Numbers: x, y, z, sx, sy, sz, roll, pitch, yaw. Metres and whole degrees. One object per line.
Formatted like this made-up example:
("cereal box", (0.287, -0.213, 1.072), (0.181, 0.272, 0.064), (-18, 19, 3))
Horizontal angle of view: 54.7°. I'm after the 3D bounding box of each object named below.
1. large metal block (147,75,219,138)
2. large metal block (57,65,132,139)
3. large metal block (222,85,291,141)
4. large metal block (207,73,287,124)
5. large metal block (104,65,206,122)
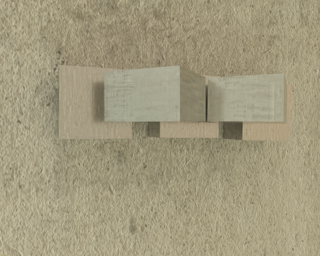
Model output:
("large metal block", (0.030, -0.028, 0.409), (0.081, 0.050, 0.079), (1, 90, -21))
("large metal block", (-0.079, -0.028, 0.369), (0.081, 0.050, 0.079), (0, 90, -21))
("large metal block", (0.140, -0.023, 0.451), (0.081, 0.050, 0.079), (2, 90, -21))
("large metal block", (0.107, -0.031, 0.371), (0.080, 0.080, 0.050), (1, 89, 24))
("large metal block", (-0.002, -0.032, 0.328), (0.080, 0.080, 0.050), (-2, 92, -66))
